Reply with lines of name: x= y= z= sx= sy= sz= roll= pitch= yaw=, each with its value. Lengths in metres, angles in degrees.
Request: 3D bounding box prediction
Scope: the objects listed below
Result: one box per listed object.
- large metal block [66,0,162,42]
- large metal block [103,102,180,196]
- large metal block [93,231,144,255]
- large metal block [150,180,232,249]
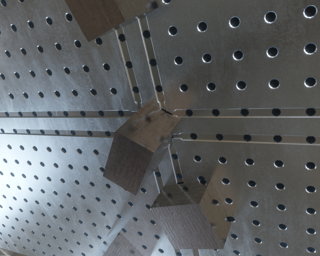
large metal block: x=-0.053 y=-0.144 z=0.313 sx=0.050 sy=0.080 sz=0.080 roll=-16 pitch=110 yaw=34
large metal block: x=-0.024 y=0.026 z=0.403 sx=0.050 sy=0.080 sz=0.079 roll=29 pitch=128 yaw=9
large metal block: x=-0.081 y=0.256 z=0.575 sx=0.080 sy=0.080 sz=0.050 roll=47 pitch=129 yaw=-6
large metal block: x=0.046 y=0.127 z=0.448 sx=0.080 sy=0.050 sz=0.080 roll=-15 pitch=111 yaw=34
